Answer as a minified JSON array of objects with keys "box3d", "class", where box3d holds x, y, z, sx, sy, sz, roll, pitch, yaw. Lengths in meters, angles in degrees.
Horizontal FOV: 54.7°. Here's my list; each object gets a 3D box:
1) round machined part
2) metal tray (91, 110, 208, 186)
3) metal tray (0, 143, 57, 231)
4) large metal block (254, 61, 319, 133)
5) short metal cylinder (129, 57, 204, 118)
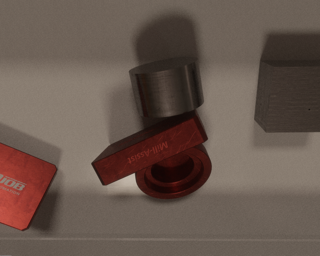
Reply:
[{"box3d":[0.015,0.046,0.409,0.099,0.042,0.097,-6,129,-7],"class":"round machined part"},{"box3d":[-0.010,0.019,0.381,0.130,0.090,0.030,-25,98,8],"class":"metal tray"},{"box3d":[-0.214,0.068,0.401,0.131,0.030,0.090,25,64,-10],"class":"metal tray"},{"box3d":[0.168,-0.041,0.385,0.081,0.050,0.079,-1,110,0],"class":"large metal block"},{"box3d":[0.008,-0.050,0.364,0.080,0.080,0.050,-10,110,3],"class":"short metal cylinder"}]
